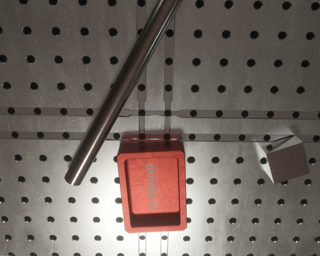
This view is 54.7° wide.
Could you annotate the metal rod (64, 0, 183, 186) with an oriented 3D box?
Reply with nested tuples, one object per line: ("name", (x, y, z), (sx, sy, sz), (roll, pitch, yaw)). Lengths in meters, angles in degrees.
("metal rod", (-0.049, -0.048, 0.394), (0.025, 0.025, 0.298), (28, 107, -10))

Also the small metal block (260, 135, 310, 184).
("small metal block", (0.174, 0.044, 0.432), (0.050, 0.025, 0.050), (-19, 109, 6))

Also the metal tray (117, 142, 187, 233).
("metal tray", (-0.009, 0.086, 0.442), (0.091, 0.030, 0.129), (-3, 110, 0))
